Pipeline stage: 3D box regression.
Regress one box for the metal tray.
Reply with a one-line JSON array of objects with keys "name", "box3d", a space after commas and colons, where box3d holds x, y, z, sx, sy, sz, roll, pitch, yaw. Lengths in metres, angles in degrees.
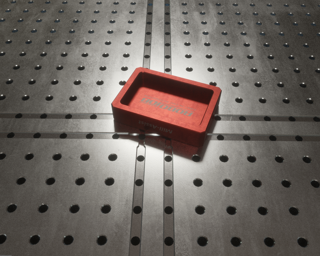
[{"name": "metal tray", "box3d": [0.010, -0.033, 0.432, 0.130, 0.030, 0.090, 17, 52, 13]}]
